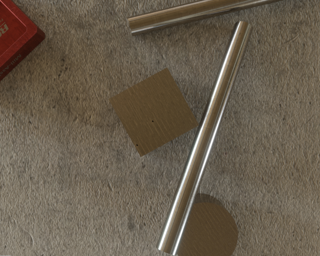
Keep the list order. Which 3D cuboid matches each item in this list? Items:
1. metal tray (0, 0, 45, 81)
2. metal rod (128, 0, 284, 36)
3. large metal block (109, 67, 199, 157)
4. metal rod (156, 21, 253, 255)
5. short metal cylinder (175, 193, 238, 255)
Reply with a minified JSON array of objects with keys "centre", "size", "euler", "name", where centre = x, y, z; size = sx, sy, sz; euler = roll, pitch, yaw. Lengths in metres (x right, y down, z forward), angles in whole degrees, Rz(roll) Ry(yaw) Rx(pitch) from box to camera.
[{"centre":[-0.230,-0.111,0.404],"size":[0.130,0.030,0.090],"euler":[-44,91,0],"name":"metal tray"},{"centre":[0.107,-0.169,0.411],"size":[0.302,0.025,0.025],"euler":[-14,90,-1],"name":"metal rod"},{"centre":[-0.007,-0.019,0.397],"size":[0.080,0.050,0.080],"euler":[-29,90,0],"name":"large metal block"},{"centre":[0.059,0.003,0.382],"size":[0.025,0.025,0.299],"euler":[21,78,-1],"name":"metal rod"},{"centre":[0.054,0.129,0.398],"size":[0.081,0.050,0.079],"euler":[0,90,-1],"name":"short metal cylinder"}]
